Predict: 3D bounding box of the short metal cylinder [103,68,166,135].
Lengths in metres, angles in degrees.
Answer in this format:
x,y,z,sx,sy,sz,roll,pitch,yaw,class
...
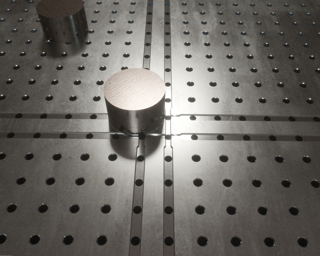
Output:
x,y,z,sx,sy,sz,roll,pitch,yaw,class
-0.033,-0.036,0.422,0.081,0.050,0.080,0,50,0,short metal cylinder

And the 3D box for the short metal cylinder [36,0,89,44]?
x,y,z,sx,sy,sz,roll,pitch,yaw,class
-0.173,-0.196,0.554,0.081,0.050,0.080,0,50,0,short metal cylinder
